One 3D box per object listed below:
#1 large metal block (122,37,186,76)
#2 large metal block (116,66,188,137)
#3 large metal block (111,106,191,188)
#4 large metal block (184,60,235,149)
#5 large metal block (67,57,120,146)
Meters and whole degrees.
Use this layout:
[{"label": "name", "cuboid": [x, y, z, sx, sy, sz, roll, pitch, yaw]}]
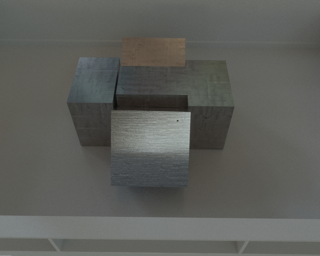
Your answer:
[{"label": "large metal block", "cuboid": [-0.007, -0.089, 0.435, 0.080, 0.080, 0.050, 1, 88, 1]}, {"label": "large metal block", "cuboid": [-0.009, -0.031, 0.394, 0.080, 0.080, 0.050, 1, 50, 0]}, {"label": "large metal block", "cuboid": [-0.010, 0.019, 0.343, 0.081, 0.079, 0.050, 1, 8, -1]}, {"label": "large metal block", "cuboid": [0.057, -0.029, 0.392, 0.050, 0.080, 0.080, 1, 50, 1]}, {"label": "large metal block", "cuboid": [-0.076, -0.033, 0.395, 0.050, 0.080, 0.080, 1, 50, 0]}]
